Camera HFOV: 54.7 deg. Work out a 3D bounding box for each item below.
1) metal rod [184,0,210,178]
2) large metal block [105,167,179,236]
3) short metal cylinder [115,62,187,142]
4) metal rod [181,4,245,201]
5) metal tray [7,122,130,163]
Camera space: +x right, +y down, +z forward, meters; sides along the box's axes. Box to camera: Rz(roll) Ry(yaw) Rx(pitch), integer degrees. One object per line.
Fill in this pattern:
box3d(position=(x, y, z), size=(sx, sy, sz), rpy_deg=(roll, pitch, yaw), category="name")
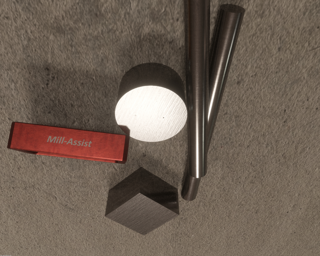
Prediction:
box3d(position=(0.040, -0.063, 0.335), size=(0.025, 0.025, 0.298), rpy_deg=(-3, 125, 2), category="metal rod")
box3d(position=(-0.027, 0.118, 0.491), size=(0.080, 0.050, 0.080), rpy_deg=(36, 121, -27), category="large metal block")
box3d(position=(-0.010, -0.030, 0.366), size=(0.081, 0.050, 0.079), rpy_deg=(0, 130, 0), category="short metal cylinder")
box3d(position=(0.059, -0.006, 0.403), size=(0.025, 0.025, 0.298), rpy_deg=(4, 130, -4), category="metal rod")
box3d(position=(-0.106, 0.022, 0.387), size=(0.131, 0.030, 0.090), rpy_deg=(7, 170, -7), category="metal tray")
